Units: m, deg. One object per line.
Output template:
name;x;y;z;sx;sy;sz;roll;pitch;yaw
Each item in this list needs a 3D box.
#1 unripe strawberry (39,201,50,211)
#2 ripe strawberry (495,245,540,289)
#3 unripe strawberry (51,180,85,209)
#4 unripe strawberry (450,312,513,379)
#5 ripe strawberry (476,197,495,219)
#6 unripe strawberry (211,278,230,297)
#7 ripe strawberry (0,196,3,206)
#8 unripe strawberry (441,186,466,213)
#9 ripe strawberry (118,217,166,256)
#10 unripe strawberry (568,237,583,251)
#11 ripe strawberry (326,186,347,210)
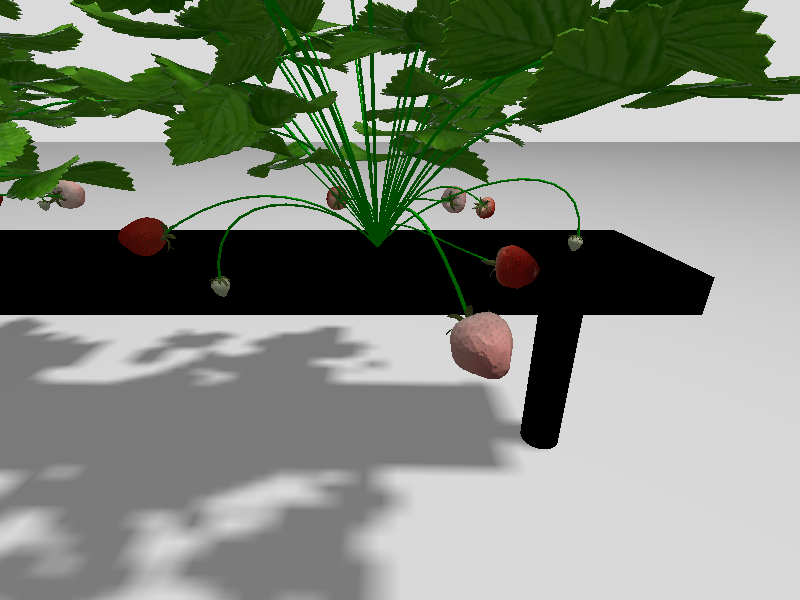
unripe strawberry;-0.437;-0.115;0.492;0.011;0.011;0.011;5;24;12
ripe strawberry;0.076;-0.021;0.260;0.025;0.029;0.027;-20;31;-39
unripe strawberry;-0.445;-0.143;0.540;0.036;0.038;0.038;3;23;7
unripe strawberry;0.035;0.020;0.169;0.027;0.028;0.029;-6;36;-14
ripe strawberry;0.102;-0.106;0.466;0.022;0.025;0.023;22;4;41
unripe strawberry;-0.108;-0.007;0.241;0.010;0.011;0.011;15;28;32
ripe strawberry;-0.550;-0.136;0.542;0.021;0.022;0.023;-9;-26;-20
unripe strawberry;0.070;-0.128;0.510;0.032;0.033;0.034;12;25;26
ripe strawberry;-0.211;-0.052;0.330;0.035;0.030;0.035;-4;23;-7
unripe strawberry;0.139;-0.045;0.319;0.011;0.012;0.011;6;24;13
ripe strawberry;-0.082;-0.132;0.517;0.027;0.031;0.030;-8;24;-18
